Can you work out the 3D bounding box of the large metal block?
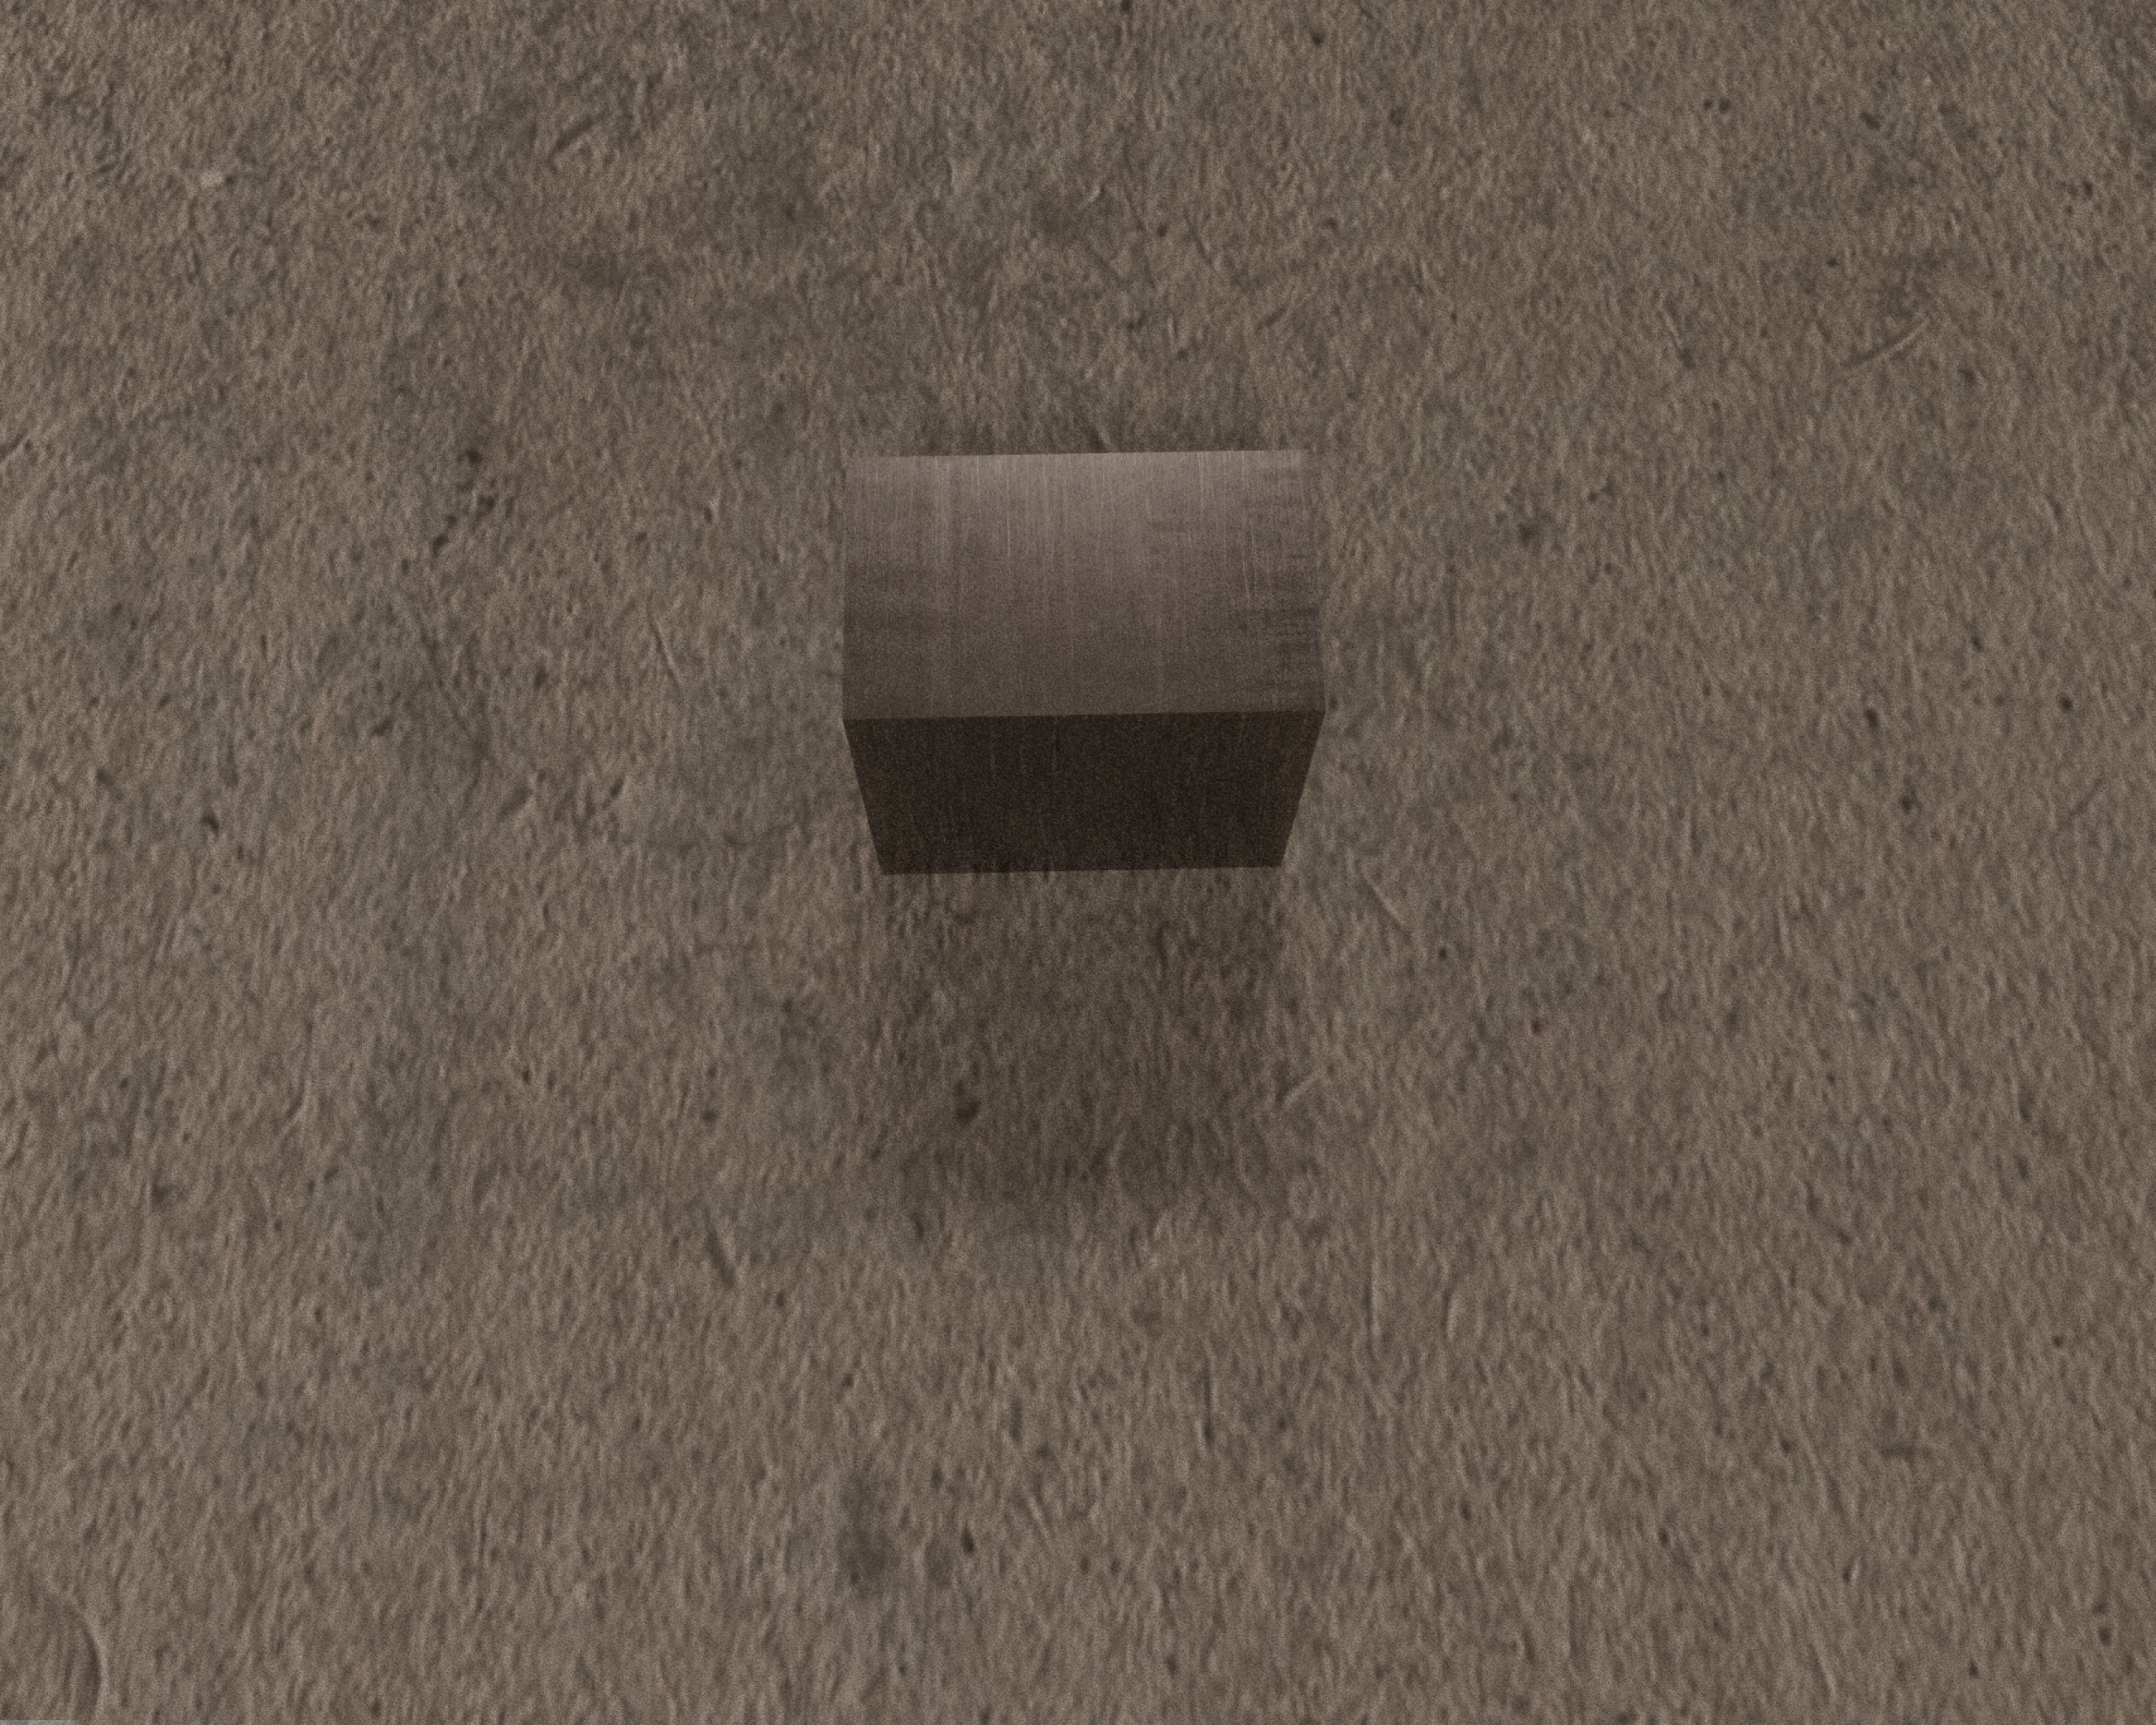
[{"bbox_3d":[0.000,-0.035,0.393,0.081,0.080,0.050,-1,70,-1],"label":"large metal block"}]
